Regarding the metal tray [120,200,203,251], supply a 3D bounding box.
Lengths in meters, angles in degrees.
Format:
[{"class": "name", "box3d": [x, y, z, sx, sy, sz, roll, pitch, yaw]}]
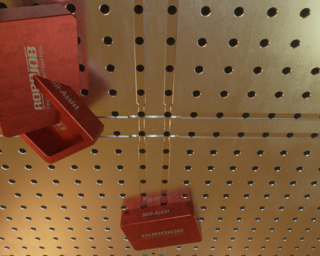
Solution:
[{"class": "metal tray", "box3d": [0.004, 0.179, 0.561, 0.131, 0.030, 0.090, -12, 130, 9]}]

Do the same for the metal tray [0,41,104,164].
[{"class": "metal tray", "box3d": [-0.140, -0.023, 0.358, 0.090, 0.030, 0.130, -24, 116, 32]}]

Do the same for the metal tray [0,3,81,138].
[{"class": "metal tray", "box3d": [-0.134, -0.058, 0.327, 0.091, 0.030, 0.129, -20, 138, -30]}]
